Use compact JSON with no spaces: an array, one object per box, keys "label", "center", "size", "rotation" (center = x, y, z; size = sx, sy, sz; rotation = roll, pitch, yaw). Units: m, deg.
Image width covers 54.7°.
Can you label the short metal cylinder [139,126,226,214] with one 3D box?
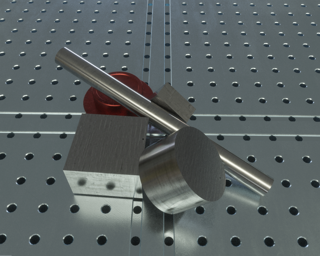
[{"label":"short metal cylinder","center":[0.024,0.045,0.326],"size":[0.080,0.050,0.080],"rotation":[30,45,-35]}]

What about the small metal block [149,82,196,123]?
[{"label":"small metal block","center":[0.009,-0.025,0.400],"size":[0.050,0.050,0.025],"rotation":[42,58,-11]}]

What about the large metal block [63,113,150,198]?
[{"label":"large metal block","center":[-0.056,0.031,0.361],"size":[0.080,0.050,0.080],"rotation":[4,50,3]}]

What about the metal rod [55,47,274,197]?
[{"label":"metal rod","center":[-0.002,-0.013,0.376],"size":[0.301,0.025,0.025],"rotation":[33,56,9]}]

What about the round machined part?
[{"label":"round machined part","center":[-0.057,-0.041,0.431],"size":[0.099,0.042,0.098],"rotation":[0,50,0]}]
